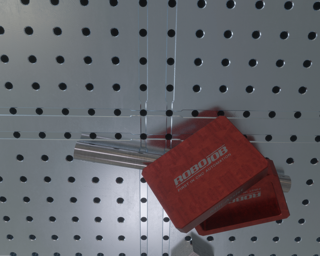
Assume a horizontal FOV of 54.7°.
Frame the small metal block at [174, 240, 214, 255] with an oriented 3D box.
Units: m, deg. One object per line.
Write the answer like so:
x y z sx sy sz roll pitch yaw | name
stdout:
0.053 0.216 0.493 0.050 0.025 0.050 39 105 -13 | small metal block

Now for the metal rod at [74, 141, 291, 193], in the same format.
0.034 0.055 0.434 0.302 0.025 0.025 10 110 -4 | metal rod

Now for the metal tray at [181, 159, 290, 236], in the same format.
0.101 0.099 0.427 0.130 0.030 0.090 -18 123 15 | metal tray

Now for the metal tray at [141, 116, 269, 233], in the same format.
0.054 0.055 0.384 0.130 0.090 0.030 -35 148 -4 | metal tray
